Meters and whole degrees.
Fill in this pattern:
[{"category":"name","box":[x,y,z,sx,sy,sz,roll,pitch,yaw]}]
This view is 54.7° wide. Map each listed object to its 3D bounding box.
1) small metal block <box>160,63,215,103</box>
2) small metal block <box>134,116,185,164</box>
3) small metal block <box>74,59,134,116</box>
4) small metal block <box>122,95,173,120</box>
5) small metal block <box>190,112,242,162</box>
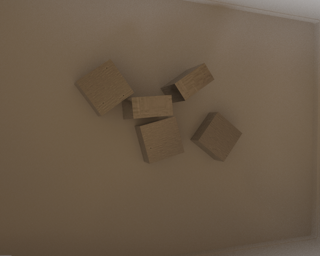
[{"category":"small metal block","box":[0.035,-0.059,0.411,0.050,0.050,0.025,-37,102,-16]},{"category":"small metal block","box":[-0.001,0.015,0.411,0.050,0.025,0.050,-16,96,-20]},{"category":"small metal block","box":[-0.070,-0.049,0.385,0.050,0.025,0.050,-38,103,-16]},{"category":"small metal block","box":[-0.017,-0.026,0.392,0.050,0.050,0.025,-6,92,-20]},{"category":"small metal block","box":[0.080,0.012,0.442,0.050,0.025,0.050,39,77,-16]}]
